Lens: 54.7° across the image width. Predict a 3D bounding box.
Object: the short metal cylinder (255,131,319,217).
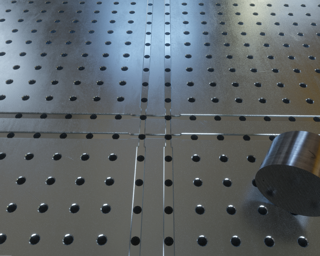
[{"bbox_3d":[0.151,0.049,0.333,0.080,0.080,0.050,25,55,19],"label":"short metal cylinder"}]
